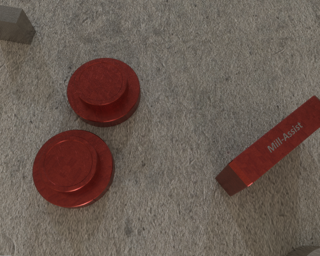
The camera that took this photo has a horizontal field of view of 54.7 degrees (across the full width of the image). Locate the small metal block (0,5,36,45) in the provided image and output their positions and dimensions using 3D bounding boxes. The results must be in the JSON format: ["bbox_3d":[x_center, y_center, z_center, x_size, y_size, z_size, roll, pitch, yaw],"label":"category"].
[{"bbox_3d":[-0.216,-0.149,0.447,0.050,0.050,0.025,11,71,3],"label":"small metal block"}]

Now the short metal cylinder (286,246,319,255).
[{"bbox_3d":[0.178,0.170,0.335,0.081,0.050,0.080,0,70,0],"label":"short metal cylinder"}]

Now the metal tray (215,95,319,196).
[{"bbox_3d":[0.131,0.024,0.366,0.131,0.090,0.030,-36,74,-12],"label":"metal tray"}]

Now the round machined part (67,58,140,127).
[{"bbox_3d":[-0.076,-0.054,0.418,0.099,0.042,0.098,0,70,-1],"label":"round machined part"}]

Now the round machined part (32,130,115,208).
[{"bbox_3d":[-0.107,0.048,0.380,0.099,0.042,0.098,0,70,-1],"label":"round machined part"}]
